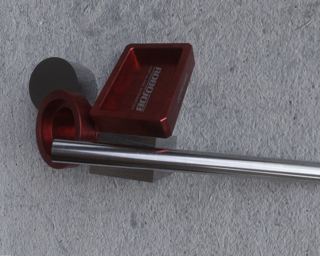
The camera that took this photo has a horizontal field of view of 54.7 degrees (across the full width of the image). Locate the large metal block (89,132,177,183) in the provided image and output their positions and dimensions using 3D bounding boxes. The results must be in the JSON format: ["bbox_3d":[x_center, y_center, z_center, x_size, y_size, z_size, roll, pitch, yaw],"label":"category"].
[{"bbox_3d":[-0.030,0.032,0.390,0.080,0.080,0.050,5,92,19],"label":"large metal block"}]

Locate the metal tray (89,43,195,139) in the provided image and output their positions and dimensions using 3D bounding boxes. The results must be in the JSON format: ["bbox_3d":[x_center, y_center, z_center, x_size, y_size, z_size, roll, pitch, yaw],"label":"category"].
[{"bbox_3d":[-0.016,-0.051,0.372,0.090,0.030,0.130,5,52,19],"label":"metal tray"}]

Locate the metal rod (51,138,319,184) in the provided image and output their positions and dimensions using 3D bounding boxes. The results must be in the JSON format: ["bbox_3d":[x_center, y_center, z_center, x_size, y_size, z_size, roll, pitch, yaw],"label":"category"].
[{"bbox_3d":[0.041,0.037,0.333,0.302,0.025,0.025,5,92,-5],"label":"metal rod"}]

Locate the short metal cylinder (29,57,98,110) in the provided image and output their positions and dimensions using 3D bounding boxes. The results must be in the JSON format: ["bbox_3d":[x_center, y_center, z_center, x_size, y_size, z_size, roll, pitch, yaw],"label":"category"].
[{"bbox_3d":[-0.137,-0.057,0.444,0.080,0.050,0.079,0,90,19],"label":"short metal cylinder"}]

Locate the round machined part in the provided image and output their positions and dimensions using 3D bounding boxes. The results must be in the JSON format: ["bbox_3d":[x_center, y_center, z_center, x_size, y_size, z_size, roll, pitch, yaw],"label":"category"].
[{"bbox_3d":[-0.112,0.002,0.393,0.098,0.042,0.097,-1,88,39],"label":"round machined part"}]
